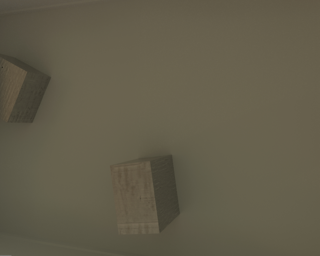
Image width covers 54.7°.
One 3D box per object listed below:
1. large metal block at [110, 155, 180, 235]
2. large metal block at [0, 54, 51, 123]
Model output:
[{"bbox_3d":[-0.016,0.079,0.386,0.050,0.080,0.080,-9,87,19],"label":"large metal block"},{"bbox_3d":[-0.229,-0.061,0.476,0.080,0.050,0.080,28,99,17],"label":"large metal block"}]
